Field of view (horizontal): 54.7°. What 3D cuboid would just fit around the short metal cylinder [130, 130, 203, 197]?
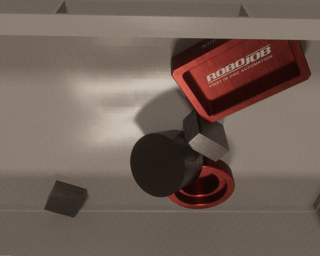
[{"bbox_3d":[0.009,0.044,0.403,0.080,0.080,0.050,-40,164,28],"label":"short metal cylinder"}]

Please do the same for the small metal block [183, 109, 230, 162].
[{"bbox_3d":[0.059,0.009,0.401,0.050,0.050,0.025,29,124,-23],"label":"small metal block"}]

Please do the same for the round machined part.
[{"bbox_3d":[0.058,0.075,0.463,0.099,0.042,0.097,-1,130,0],"label":"round machined part"}]

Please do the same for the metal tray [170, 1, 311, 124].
[{"bbox_3d":[0.089,-0.067,0.349,0.130,0.030,0.090,-26,126,20],"label":"metal tray"}]

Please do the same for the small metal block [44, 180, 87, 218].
[{"bbox_3d":[-0.155,0.117,0.506,0.050,0.025,0.050,22,126,-18],"label":"small metal block"}]
